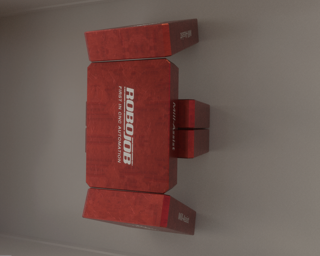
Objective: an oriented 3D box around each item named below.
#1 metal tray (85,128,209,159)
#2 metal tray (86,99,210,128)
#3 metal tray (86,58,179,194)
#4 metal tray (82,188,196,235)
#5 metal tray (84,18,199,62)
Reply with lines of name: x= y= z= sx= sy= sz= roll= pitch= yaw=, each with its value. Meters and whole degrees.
metal tray: x=-0.012 y=0.015 z=0.380 sx=0.130 sy=0.090 sz=0.030 roll=1 pitch=91 yaw=20
metal tray: x=-0.012 y=-0.016 z=0.379 sx=0.130 sy=0.090 sz=0.030 roll=1 pitch=91 yaw=20
metal tray: x=-0.029 y=-0.003 z=0.320 sx=0.090 sy=0.030 sz=0.129 roll=1 pitch=90 yaw=19
metal tray: x=-0.016 y=0.099 z=0.357 sx=0.090 sy=0.130 sz=0.030 roll=1 pitch=69 yaw=19
metal tray: x=-0.013 y=-0.104 z=0.357 sx=0.090 sy=0.131 sz=0.030 roll=1 pitch=111 yaw=20
